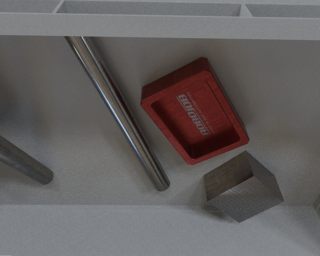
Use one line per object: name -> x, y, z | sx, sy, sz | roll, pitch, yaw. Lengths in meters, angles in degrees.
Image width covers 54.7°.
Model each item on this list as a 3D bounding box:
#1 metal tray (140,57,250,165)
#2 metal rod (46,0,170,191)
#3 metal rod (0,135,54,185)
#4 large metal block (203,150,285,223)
metal tray -> 0.047, -0.015, 0.393 | 0.090, 0.030, 0.130 | -25, 126, 19
metal rod -> -0.048, -0.017, 0.393 | 0.025, 0.025, 0.299 | -16, 129, 13
metal rod -> -0.195, 0.010, 0.339 | 0.025, 0.025, 0.299 | -7, 154, 5
large metal block -> 0.126, 0.091, 0.473 | 0.080, 0.050, 0.080 | -37, 122, 27
